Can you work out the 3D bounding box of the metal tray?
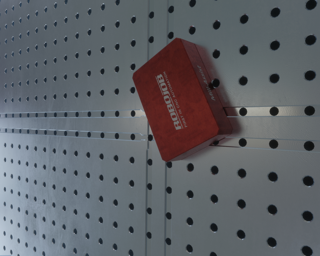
[{"bbox_3d":[0.023,-0.033,0.388,0.090,0.030,0.130,-32,70,35],"label":"metal tray"}]
